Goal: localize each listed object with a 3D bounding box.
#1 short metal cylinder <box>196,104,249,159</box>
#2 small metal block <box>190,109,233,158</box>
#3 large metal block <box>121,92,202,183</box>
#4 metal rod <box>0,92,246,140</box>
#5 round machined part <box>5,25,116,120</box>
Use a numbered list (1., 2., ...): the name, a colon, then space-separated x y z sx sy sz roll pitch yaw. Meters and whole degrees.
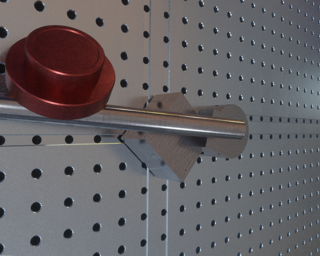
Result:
1. short metal cylinder: 0.090 0.005 0.471 0.081 0.050 0.079 0 90 -40
2. small metal block: 0.071 0.007 0.403 0.050 0.025 0.050 24 75 -38
3. large metal block: 0.011 0.011 0.401 0.080 0.050 0.080 52 60 -28
4. metal rod: -0.041 -0.011 0.319 0.302 0.025 0.025 5 87 -23
5. round machined part: -0.089 -0.058 0.289 0.099 0.042 0.098 14 48 -15
